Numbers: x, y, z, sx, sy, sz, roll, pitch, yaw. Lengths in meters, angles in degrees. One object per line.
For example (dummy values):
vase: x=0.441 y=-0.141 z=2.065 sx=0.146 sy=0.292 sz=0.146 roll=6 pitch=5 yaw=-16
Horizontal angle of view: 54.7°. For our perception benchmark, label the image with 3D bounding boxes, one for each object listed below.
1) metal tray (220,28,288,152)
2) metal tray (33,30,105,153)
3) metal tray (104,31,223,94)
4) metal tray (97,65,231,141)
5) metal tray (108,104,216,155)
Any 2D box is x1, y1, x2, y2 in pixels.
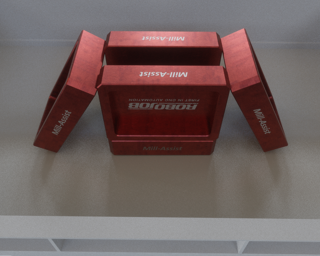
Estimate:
metal tray: x=0.114 y=-0.042 z=0.372 sx=0.030 sy=0.130 sz=0.090 roll=-20 pitch=47 yaw=23
metal tray: x=-0.109 y=-0.040 z=0.370 sx=0.030 sy=0.129 sz=0.090 roll=22 pitch=46 yaw=-24
metal tray: x=0.004 y=-0.072 z=0.381 sx=0.131 sy=0.089 sz=0.030 roll=0 pitch=50 yaw=0
metal tray: x=0.004 y=-0.025 z=0.342 sx=0.131 sy=0.089 sz=0.030 roll=0 pitch=50 yaw=-1
metal tray: x=0.003 y=-0.009 z=0.408 sx=0.131 sy=0.030 sz=0.090 roll=0 pitch=50 yaw=-1
